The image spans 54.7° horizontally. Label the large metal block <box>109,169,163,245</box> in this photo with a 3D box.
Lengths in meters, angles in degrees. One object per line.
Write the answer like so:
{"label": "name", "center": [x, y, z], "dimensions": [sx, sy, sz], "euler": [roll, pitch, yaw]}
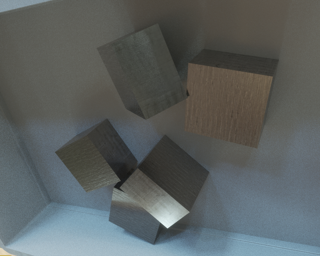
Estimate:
{"label": "large metal block", "center": [-0.028, 0.120, 0.480], "dimensions": [0.080, 0.050, 0.079], "euler": [23, 127, 13]}

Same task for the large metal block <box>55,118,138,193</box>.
{"label": "large metal block", "center": [-0.096, 0.043, 0.468], "dimensions": [0.080, 0.050, 0.080], "euler": [-25, 105, 36]}

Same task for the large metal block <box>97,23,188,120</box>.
{"label": "large metal block", "center": [-0.022, -0.062, 0.339], "dimensions": [0.080, 0.050, 0.080], "euler": [66, 166, -19]}

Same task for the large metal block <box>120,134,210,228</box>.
{"label": "large metal block", "center": [0.008, 0.068, 0.410], "dimensions": [0.080, 0.080, 0.050], "euler": [41, 129, 0]}

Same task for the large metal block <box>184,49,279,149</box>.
{"label": "large metal block", "center": [0.075, -0.033, 0.332], "dimensions": [0.080, 0.050, 0.079], "euler": [14, 124, 20]}
